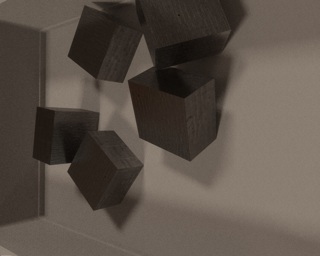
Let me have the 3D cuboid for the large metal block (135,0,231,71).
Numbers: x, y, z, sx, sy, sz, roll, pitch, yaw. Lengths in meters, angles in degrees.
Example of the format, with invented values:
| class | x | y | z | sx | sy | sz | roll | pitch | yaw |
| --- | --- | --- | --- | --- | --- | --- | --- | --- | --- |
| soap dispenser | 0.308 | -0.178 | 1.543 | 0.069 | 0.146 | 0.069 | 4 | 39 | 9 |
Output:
| class | x | y | z | sx | sy | sz | roll | pitch | yaw |
| --- | --- | --- | --- | --- | --- | --- | --- | --- | --- |
| large metal block | 0.022 | -0.120 | 0.344 | 0.081 | 0.050 | 0.080 | -16 | 76 | -5 |

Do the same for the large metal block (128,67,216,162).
| class | x | y | z | sx | sy | sz | roll | pitch | yaw |
| --- | --- | --- | --- | --- | --- | --- | --- | --- | --- |
| large metal block | 0.016 | -0.020 | 0.354 | 0.080 | 0.050 | 0.079 | 23 | 135 | 37 |

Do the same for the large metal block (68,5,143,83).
| class | x | y | z | sx | sy | sz | roll | pitch | yaw |
| --- | --- | --- | --- | --- | --- | --- | --- | --- | --- |
| large metal block | -0.082 | -0.122 | 0.456 | 0.080 | 0.050 | 0.079 | 39 | 113 | 33 |

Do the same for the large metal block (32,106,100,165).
| class | x | y | z | sx | sy | sz | roll | pitch | yaw |
| --- | --- | --- | --- | --- | --- | --- | --- | --- | --- |
| large metal block | -0.147 | 0.010 | 0.490 | 0.050 | 0.081 | 0.079 | 12 | 98 | 39 |

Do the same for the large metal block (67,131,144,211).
| class | x | y | z | sx | sy | sz | roll | pitch | yaw |
| --- | --- | --- | --- | --- | --- | --- | --- | --- | --- |
| large metal block | -0.082 | 0.060 | 0.456 | 0.080 | 0.050 | 0.080 | 45 | 117 | 30 |
